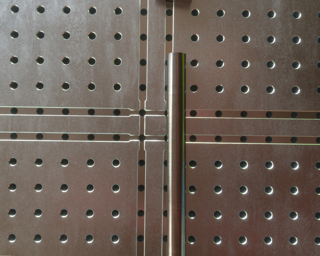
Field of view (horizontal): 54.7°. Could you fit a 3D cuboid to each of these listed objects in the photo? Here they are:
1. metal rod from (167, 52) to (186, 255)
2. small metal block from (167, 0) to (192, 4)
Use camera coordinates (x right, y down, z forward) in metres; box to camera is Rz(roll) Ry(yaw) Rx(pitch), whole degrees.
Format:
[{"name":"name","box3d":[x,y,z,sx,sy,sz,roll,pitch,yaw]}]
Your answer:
[{"name":"metal rod","box3d":[0.022,0.051,0.413,0.025,0.025,0.298,0,90,-1]},{"name":"small metal block","box3d":[0.022,-0.199,0.414,0.050,0.025,0.050,9,90,-1]}]
